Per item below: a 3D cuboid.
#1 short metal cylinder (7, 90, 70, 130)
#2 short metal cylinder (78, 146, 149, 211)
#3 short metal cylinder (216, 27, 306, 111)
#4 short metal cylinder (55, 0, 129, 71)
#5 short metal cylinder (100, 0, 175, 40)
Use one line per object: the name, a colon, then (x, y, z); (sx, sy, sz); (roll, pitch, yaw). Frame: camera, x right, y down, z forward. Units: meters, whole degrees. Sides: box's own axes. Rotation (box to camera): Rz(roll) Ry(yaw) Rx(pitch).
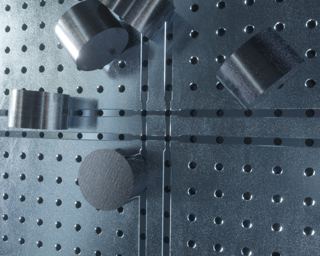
short metal cylinder: (-0.172, -0.025, 0.442); (0.080, 0.080, 0.050); (5, 92, 19)
short metal cylinder: (-0.062, 0.066, 0.420); (0.080, 0.050, 0.079); (0, 90, 19)
short metal cylinder: (0.110, -0.064, 0.344); (0.080, 0.080, 0.050); (-41, 77, 15)
short metal cylinder: (-0.090, -0.122, 0.414); (0.080, 0.080, 0.050); (-40, 78, 15)
short metal cylinder: (-0.028, -0.156, 0.392); (0.080, 0.080, 0.050); (41, 103, 15)
